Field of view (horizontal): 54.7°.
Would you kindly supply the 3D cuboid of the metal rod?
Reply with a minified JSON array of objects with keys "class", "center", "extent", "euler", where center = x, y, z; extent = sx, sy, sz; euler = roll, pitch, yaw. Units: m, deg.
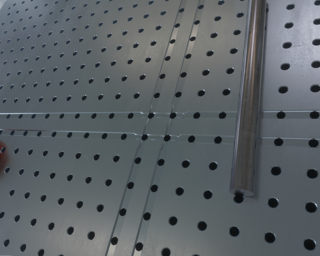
[{"class":"metal rod","center":[0.114,-0.064,0.387],"extent":[0.025,0.025,0.300],"euler":[-2,61,27]}]
